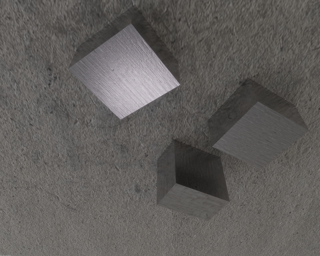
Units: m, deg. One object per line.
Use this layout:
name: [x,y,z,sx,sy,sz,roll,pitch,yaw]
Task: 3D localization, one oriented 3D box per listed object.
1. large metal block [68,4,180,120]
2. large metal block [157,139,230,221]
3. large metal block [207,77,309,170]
large metal block: [-0.035,-0.068,0.333,0.080,0.050,0.080,-29,125,22]
large metal block: [0.043,0.072,0.433,0.080,0.080,0.050,22,127,-18]
large metal block: [0.119,-0.003,0.389,0.080,0.050,0.080,25,126,-20]
